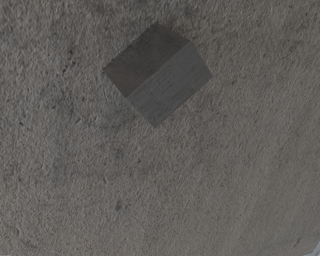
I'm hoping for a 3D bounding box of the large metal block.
[{"bbox_3d":[-0.005,-0.059,0.332,0.080,0.080,0.050,-42,129,0],"label":"large metal block"}]
